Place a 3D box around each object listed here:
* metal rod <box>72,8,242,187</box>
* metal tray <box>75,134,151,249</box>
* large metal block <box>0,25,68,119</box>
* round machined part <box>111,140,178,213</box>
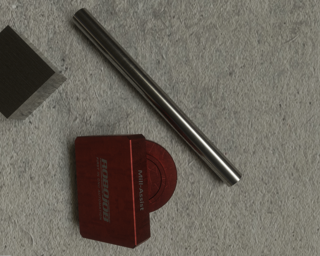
[{"bbox_3d":[-0.003,-0.040,0.409,0.025,0.025,0.300,-43,91,0],"label":"metal rod"},{"bbox_3d":[-0.060,0.073,0.384,0.090,0.030,0.129,-2,91,32],"label":"metal tray"},{"bbox_3d":[-0.182,-0.067,0.395,0.080,0.050,0.080,-44,91,0],"label":"large metal block"},{"bbox_3d":[-0.026,0.063,0.401,0.099,0.042,0.097,0,90,-1],"label":"round machined part"}]
